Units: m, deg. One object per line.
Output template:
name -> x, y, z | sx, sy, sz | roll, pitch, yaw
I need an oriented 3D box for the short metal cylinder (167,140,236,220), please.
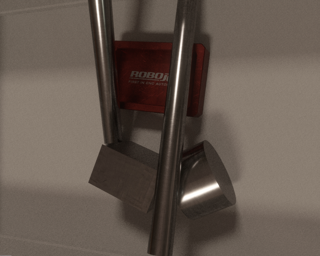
short metal cylinder -> 0.048, 0.061, 0.364 | 0.050, 0.080, 0.080 | -27, 81, 18

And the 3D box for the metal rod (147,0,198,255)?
metal rod -> 0.017, -0.019, 0.344 | 0.025, 0.025, 0.299 | 2, 74, 19

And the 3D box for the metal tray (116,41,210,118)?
metal tray -> -0.006, -0.065, 0.409 | 0.130, 0.030, 0.089 | 8, 92, 19

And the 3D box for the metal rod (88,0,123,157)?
metal rod -> -0.064, -0.091, 0.358 | 0.025, 0.025, 0.298 | 11, 123, 19

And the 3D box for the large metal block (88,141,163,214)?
large metal block -> -0.028, 0.057, 0.390 | 0.080, 0.080, 0.050 | 23, 98, 18
